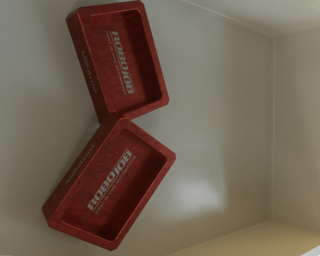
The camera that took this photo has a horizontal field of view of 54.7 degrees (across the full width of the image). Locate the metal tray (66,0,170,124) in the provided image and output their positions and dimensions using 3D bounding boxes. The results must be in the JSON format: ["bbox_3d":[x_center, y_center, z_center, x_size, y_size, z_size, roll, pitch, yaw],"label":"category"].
[{"bbox_3d":[-0.045,-0.077,0.366,0.091,0.030,0.129,-26,106,-37],"label":"metal tray"}]

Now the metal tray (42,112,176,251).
[{"bbox_3d":[-0.052,0.060,0.339,0.090,0.030,0.130,39,82,-34],"label":"metal tray"}]
